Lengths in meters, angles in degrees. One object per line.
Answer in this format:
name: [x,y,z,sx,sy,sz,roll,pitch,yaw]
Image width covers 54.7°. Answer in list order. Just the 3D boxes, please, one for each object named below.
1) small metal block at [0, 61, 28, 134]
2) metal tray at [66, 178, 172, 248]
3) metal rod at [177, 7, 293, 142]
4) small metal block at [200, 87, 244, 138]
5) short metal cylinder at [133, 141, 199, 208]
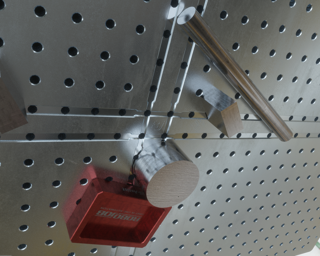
small metal block: [-0.151,-0.031,0.293,0.025,0.050,0.050,-25,128,-13]
metal tray: [-0.057,0.129,0.456,0.131,0.030,0.090,21,107,-36]
metal rod: [0.124,-0.057,0.442,0.025,0.025,0.301,-49,129,6]
small metal block: [0.086,-0.022,0.428,0.025,0.050,0.050,-32,129,-7]
short metal cylinder: [0.008,0.065,0.440,0.081,0.050,0.079,-14,124,-21]
